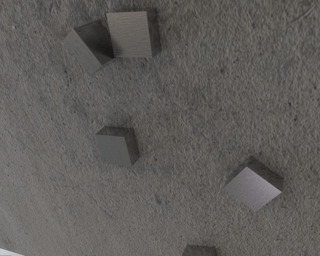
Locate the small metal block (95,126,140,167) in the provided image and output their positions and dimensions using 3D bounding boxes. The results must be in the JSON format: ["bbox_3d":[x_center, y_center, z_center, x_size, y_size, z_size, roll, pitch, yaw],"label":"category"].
[{"bbox_3d":[-0.062,0.027,0.456,0.050,0.025,0.050,3,120,26],"label":"small metal block"}]

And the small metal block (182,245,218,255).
[{"bbox_3d":[0.070,0.221,0.507,0.050,0.025,0.050,-8,115,31],"label":"small metal block"}]

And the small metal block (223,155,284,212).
[{"bbox_3d":[0.117,0.070,0.389,0.050,0.025,0.050,37,129,3],"label":"small metal block"}]

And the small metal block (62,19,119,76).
[{"bbox_3d":[-0.079,-0.097,0.372,0.025,0.050,0.050,-30,102,38],"label":"small metal block"}]

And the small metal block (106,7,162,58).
[{"bbox_3d":[-0.029,-0.109,0.355,0.050,0.025,0.050,7,122,24],"label":"small metal block"}]
